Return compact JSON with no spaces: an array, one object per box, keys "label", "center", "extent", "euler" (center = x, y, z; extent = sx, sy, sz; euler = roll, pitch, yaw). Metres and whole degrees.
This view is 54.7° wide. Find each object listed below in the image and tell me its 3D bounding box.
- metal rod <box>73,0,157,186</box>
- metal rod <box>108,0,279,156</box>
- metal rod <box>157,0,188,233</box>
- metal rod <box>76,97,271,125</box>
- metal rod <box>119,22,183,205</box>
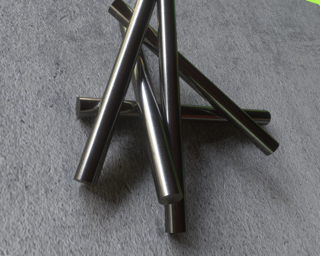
[{"label":"metal rod","center":[-0.042,-0.078,0.378],"extent":[0.025,0.025,0.299],"euler":[21,69,-16]},{"label":"metal rod","center":[0.049,-0.069,0.435],"extent":[0.300,0.025,0.025],"euler":[42,51,-3]},{"label":"metal rod","center":[0.013,-0.029,0.383],"extent":[0.025,0.025,0.299],"euler":[5,73,-26]},{"label":"metal rod","center":[0.037,-0.021,0.435],"extent":[0.303,0.025,0.025],"euler":[2,61,-27]},{"label":"metal rod","center":[-0.020,-0.048,0.391],"extent":[0.025,0.025,0.299],"euler":[5,50,-26]}]
